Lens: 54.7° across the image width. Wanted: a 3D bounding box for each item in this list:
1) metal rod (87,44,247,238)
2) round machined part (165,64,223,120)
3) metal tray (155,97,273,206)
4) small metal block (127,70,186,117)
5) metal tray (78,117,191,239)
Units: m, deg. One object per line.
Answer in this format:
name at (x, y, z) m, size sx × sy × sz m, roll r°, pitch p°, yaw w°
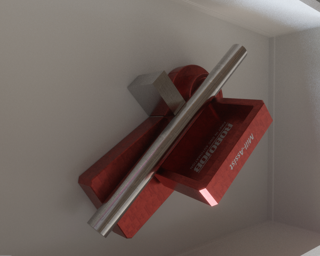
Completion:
metal rod at (0.023, -0.002, 0.375) m, size 0.301 × 0.025 × 0.025 m, roll -50°, pitch 120°, yaw -24°
round machined part at (0.052, -0.041, 0.439) m, size 0.099 × 0.042 × 0.097 m, roll 0°, pitch 90°, yaw -40°
metal tray at (0.060, 0.020, 0.366) m, size 0.130 × 0.090 × 0.030 m, roll -50°, pitch 123°, yaw -21°
small metal block at (-0.005, -0.041, 0.386) m, size 0.025 × 0.050 × 0.050 m, roll -52°, pitch 121°, yaw -27°
metal tray at (-0.024, 0.057, 0.384) m, size 0.131 × 0.030 × 0.090 m, roll -42°, pitch 116°, yaw -32°
